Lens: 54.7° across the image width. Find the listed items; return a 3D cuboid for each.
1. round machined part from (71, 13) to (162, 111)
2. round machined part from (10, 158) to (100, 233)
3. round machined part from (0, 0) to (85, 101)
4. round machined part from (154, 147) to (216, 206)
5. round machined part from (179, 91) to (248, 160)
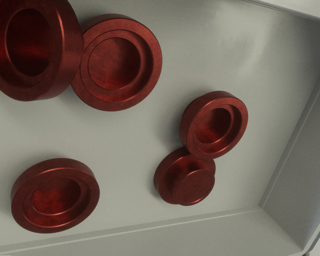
[{"bbox_3d":[-0.051,-0.070,0.326,0.099,0.042,0.097,-15,125,-22],"label":"round machined part"},{"bbox_3d":[-0.127,0.077,0.376,0.099,0.042,0.097,-14,124,-21],"label":"round machined part"},{"bbox_3d":[-0.106,-0.074,0.270,0.042,0.098,0.097,-21,136,-62],"label":"round machined part"},{"bbox_3d":[0.044,0.079,0.470,0.099,0.042,0.097,-14,124,-21],"label":"round machined part"},{"bbox_3d":[0.070,-0.007,0.431,0.099,0.042,0.097,-14,124,-21],"label":"round machined part"}]
